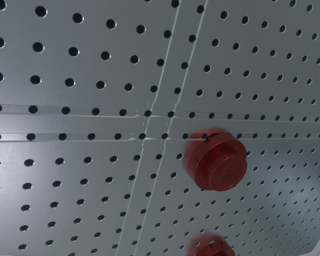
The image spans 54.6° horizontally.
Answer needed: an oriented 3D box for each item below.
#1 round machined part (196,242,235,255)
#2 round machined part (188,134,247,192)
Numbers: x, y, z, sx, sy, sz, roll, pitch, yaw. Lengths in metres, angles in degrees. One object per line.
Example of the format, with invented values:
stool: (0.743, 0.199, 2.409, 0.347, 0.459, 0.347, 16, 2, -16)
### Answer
round machined part: (0.115, 0.286, 0.639, 0.099, 0.042, 0.097, -14, 124, -21)
round machined part: (0.098, 0.061, 0.490, 0.099, 0.042, 0.097, -14, 124, -21)
